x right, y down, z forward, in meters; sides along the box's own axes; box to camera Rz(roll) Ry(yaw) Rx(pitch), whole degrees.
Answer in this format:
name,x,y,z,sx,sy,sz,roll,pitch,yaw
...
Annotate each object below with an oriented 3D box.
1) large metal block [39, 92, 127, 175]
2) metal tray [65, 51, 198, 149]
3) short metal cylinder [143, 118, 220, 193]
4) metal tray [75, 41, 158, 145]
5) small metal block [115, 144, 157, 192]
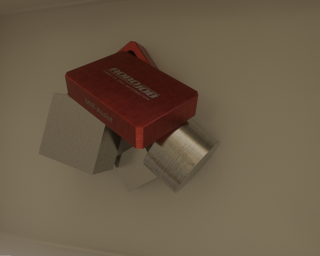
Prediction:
name,x,y,z,sx,sy,sz,roll,pitch,yaw
large metal block,-0.096,0.005,0.394,0.080,0.050,0.080,17,96,18
metal tray,-0.034,-0.039,0.354,0.130,0.091,0.030,35,140,31
short metal cylinder,0.026,0.031,0.370,0.050,0.080,0.080,41,103,15
metal tray,-0.057,-0.043,0.425,0.130,0.030,0.090,-35,79,16
small metal block,-0.028,0.051,0.418,0.050,0.025,0.050,-30,80,17
